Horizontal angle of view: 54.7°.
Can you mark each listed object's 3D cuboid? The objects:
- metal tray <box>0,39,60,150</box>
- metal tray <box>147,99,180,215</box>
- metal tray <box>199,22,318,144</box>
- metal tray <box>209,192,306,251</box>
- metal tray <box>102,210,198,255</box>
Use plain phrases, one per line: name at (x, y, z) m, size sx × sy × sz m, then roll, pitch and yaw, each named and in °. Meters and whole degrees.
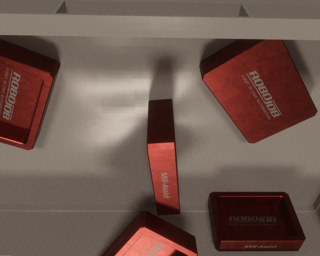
metal tray at (-0.183, -0.037, 0.371) m, size 0.091 × 0.030 × 0.129 m, roll 20°, pitch 127°, yaw -17°
metal tray at (0.006, 0.039, 0.399) m, size 0.030 × 0.090 × 0.129 m, roll -4°, pitch 130°, yaw 3°
metal tray at (0.118, -0.046, 0.369) m, size 0.090 × 0.030 × 0.130 m, roll -29°, pitch 125°, yaw 22°
metal tray at (0.149, 0.147, 0.493) m, size 0.131 × 0.090 × 0.030 m, roll 0°, pitch 130°, yaw -1°
metal tray at (-0.023, 0.180, 0.418) m, size 0.090 × 0.030 × 0.129 m, roll 33°, pitch 111°, yaw -16°
